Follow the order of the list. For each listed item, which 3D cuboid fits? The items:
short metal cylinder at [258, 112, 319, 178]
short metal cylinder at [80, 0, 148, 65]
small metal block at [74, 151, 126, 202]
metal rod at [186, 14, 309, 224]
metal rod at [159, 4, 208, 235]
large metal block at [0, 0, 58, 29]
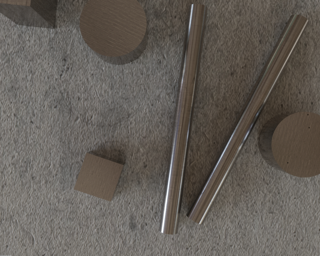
[{"bbox_3d":[0.175,0.020,0.399,0.081,0.050,0.080,0,90,0],"label":"short metal cylinder"},{"bbox_3d":[-0.056,-0.126,0.397,0.081,0.050,0.080,0,90,0],"label":"short metal cylinder"},{"bbox_3d":[-0.079,0.063,0.409,0.050,0.025,0.050,19,90,0],"label":"small metal block"},{"bbox_3d":[0.115,-0.011,0.411,0.025,0.025,0.299,28,90,0],"label":"metal rod"},{"bbox_3d":[0.031,-0.011,0.410,0.025,0.025,0.298,8,90,0],"label":"metal rod"},{"bbox_3d":[-0.164,-0.177,0.381,0.050,0.080,0.080,6,90,0],"label":"large metal block"}]
